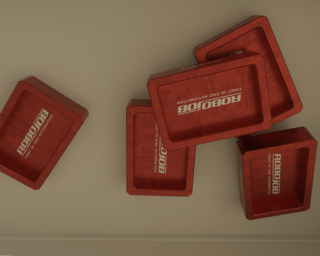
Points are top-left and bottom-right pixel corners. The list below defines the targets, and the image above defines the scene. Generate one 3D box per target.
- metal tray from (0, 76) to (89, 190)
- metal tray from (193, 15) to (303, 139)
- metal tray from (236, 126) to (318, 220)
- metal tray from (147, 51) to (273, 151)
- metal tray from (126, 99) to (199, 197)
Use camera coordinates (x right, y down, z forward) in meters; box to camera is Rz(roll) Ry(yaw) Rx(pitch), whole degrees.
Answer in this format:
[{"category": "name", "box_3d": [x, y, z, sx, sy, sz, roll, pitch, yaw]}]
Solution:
[{"category": "metal tray", "box_3d": [-0.167, 0.009, 0.410, 0.090, 0.030, 0.129, 33, 107, -12]}, {"category": "metal tray", "box_3d": [0.110, -0.060, 0.387, 0.090, 0.030, 0.130, -27, 108, 9]}, {"category": "metal tray", "box_3d": [0.154, 0.065, 0.416, 0.090, 0.030, 0.129, -11, 124, 4]}, {"category": "metal tray", "box_3d": [0.058, -0.031, 0.364, 0.131, 0.030, 0.089, -13, 110, 4]}, {"category": "metal tray", "box_3d": [0.001, 0.029, 0.418, 0.091, 0.030, 0.129, 2, 110, -1]}]
